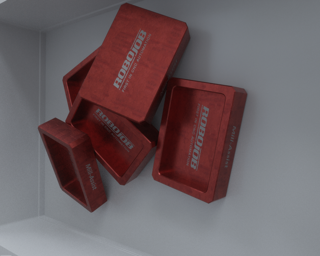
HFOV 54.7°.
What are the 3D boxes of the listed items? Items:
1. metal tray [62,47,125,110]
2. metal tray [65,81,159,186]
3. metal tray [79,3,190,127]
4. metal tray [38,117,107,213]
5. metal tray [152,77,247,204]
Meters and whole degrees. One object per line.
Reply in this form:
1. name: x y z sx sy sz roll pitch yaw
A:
1. metal tray: -0.095 -0.064 0.477 0.130 0.030 0.090 -26 74 36
2. metal tray: -0.066 0.003 0.426 0.130 0.030 0.089 45 124 14
3. metal tray: -0.030 -0.078 0.379 0.090 0.030 0.130 24 86 14
4. metal tray: -0.131 0.056 0.468 0.090 0.030 0.129 22 133 37
5. metal tray: 0.043 0.011 0.364 0.090 0.030 0.129 16 100 38
